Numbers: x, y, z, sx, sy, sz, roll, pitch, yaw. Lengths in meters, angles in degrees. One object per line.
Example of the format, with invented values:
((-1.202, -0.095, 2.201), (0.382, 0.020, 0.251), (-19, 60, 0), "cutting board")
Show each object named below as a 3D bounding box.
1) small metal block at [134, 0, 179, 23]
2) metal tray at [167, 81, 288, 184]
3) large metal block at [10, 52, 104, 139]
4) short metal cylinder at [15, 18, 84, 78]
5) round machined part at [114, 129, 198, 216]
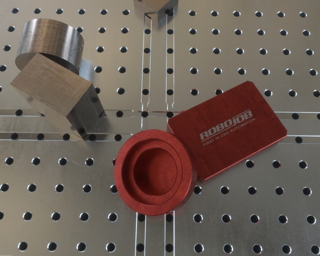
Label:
((-0.006, -0.203, 0.486), (0.050, 0.025, 0.050), (39, 74, 13), "small metal block")
((0.086, 0.004, 0.408), (0.131, 0.030, 0.090), (-26, 72, -10), "metal tray")
((-0.126, -0.038, 0.395), (0.080, 0.080, 0.050), (30, 73, 10), "large metal block")
((-0.147, -0.101, 0.418), (0.080, 0.080, 0.050), (3, 70, 1), "short metal cylinder")
((-0.002, 0.052, 0.370), (0.098, 0.042, 0.097), (-4, 80, 24), "round machined part")
